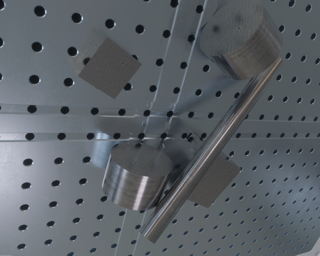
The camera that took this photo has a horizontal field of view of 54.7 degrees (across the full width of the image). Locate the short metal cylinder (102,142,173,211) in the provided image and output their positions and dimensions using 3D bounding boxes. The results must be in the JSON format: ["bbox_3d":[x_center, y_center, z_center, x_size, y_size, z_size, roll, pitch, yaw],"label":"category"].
[{"bbox_3d":[-0.029,0.059,0.397,0.081,0.080,0.050,3,117,-30],"label":"short metal cylinder"}]

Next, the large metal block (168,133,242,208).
[{"bbox_3d":[0.062,0.066,0.470,0.080,0.050,0.080,31,101,-38],"label":"large metal block"}]

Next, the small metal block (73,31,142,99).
[{"bbox_3d":[-0.057,-0.068,0.338,0.050,0.025,0.050,33,100,-39],"label":"small metal block"}]

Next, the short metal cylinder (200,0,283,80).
[{"bbox_3d":[0.094,-0.104,0.363,0.050,0.080,0.080,35,99,-39],"label":"short metal cylinder"}]

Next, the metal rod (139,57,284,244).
[{"bbox_3d":[0.075,0.018,0.410,0.300,0.025,0.025,-52,131,-13],"label":"metal rod"}]
